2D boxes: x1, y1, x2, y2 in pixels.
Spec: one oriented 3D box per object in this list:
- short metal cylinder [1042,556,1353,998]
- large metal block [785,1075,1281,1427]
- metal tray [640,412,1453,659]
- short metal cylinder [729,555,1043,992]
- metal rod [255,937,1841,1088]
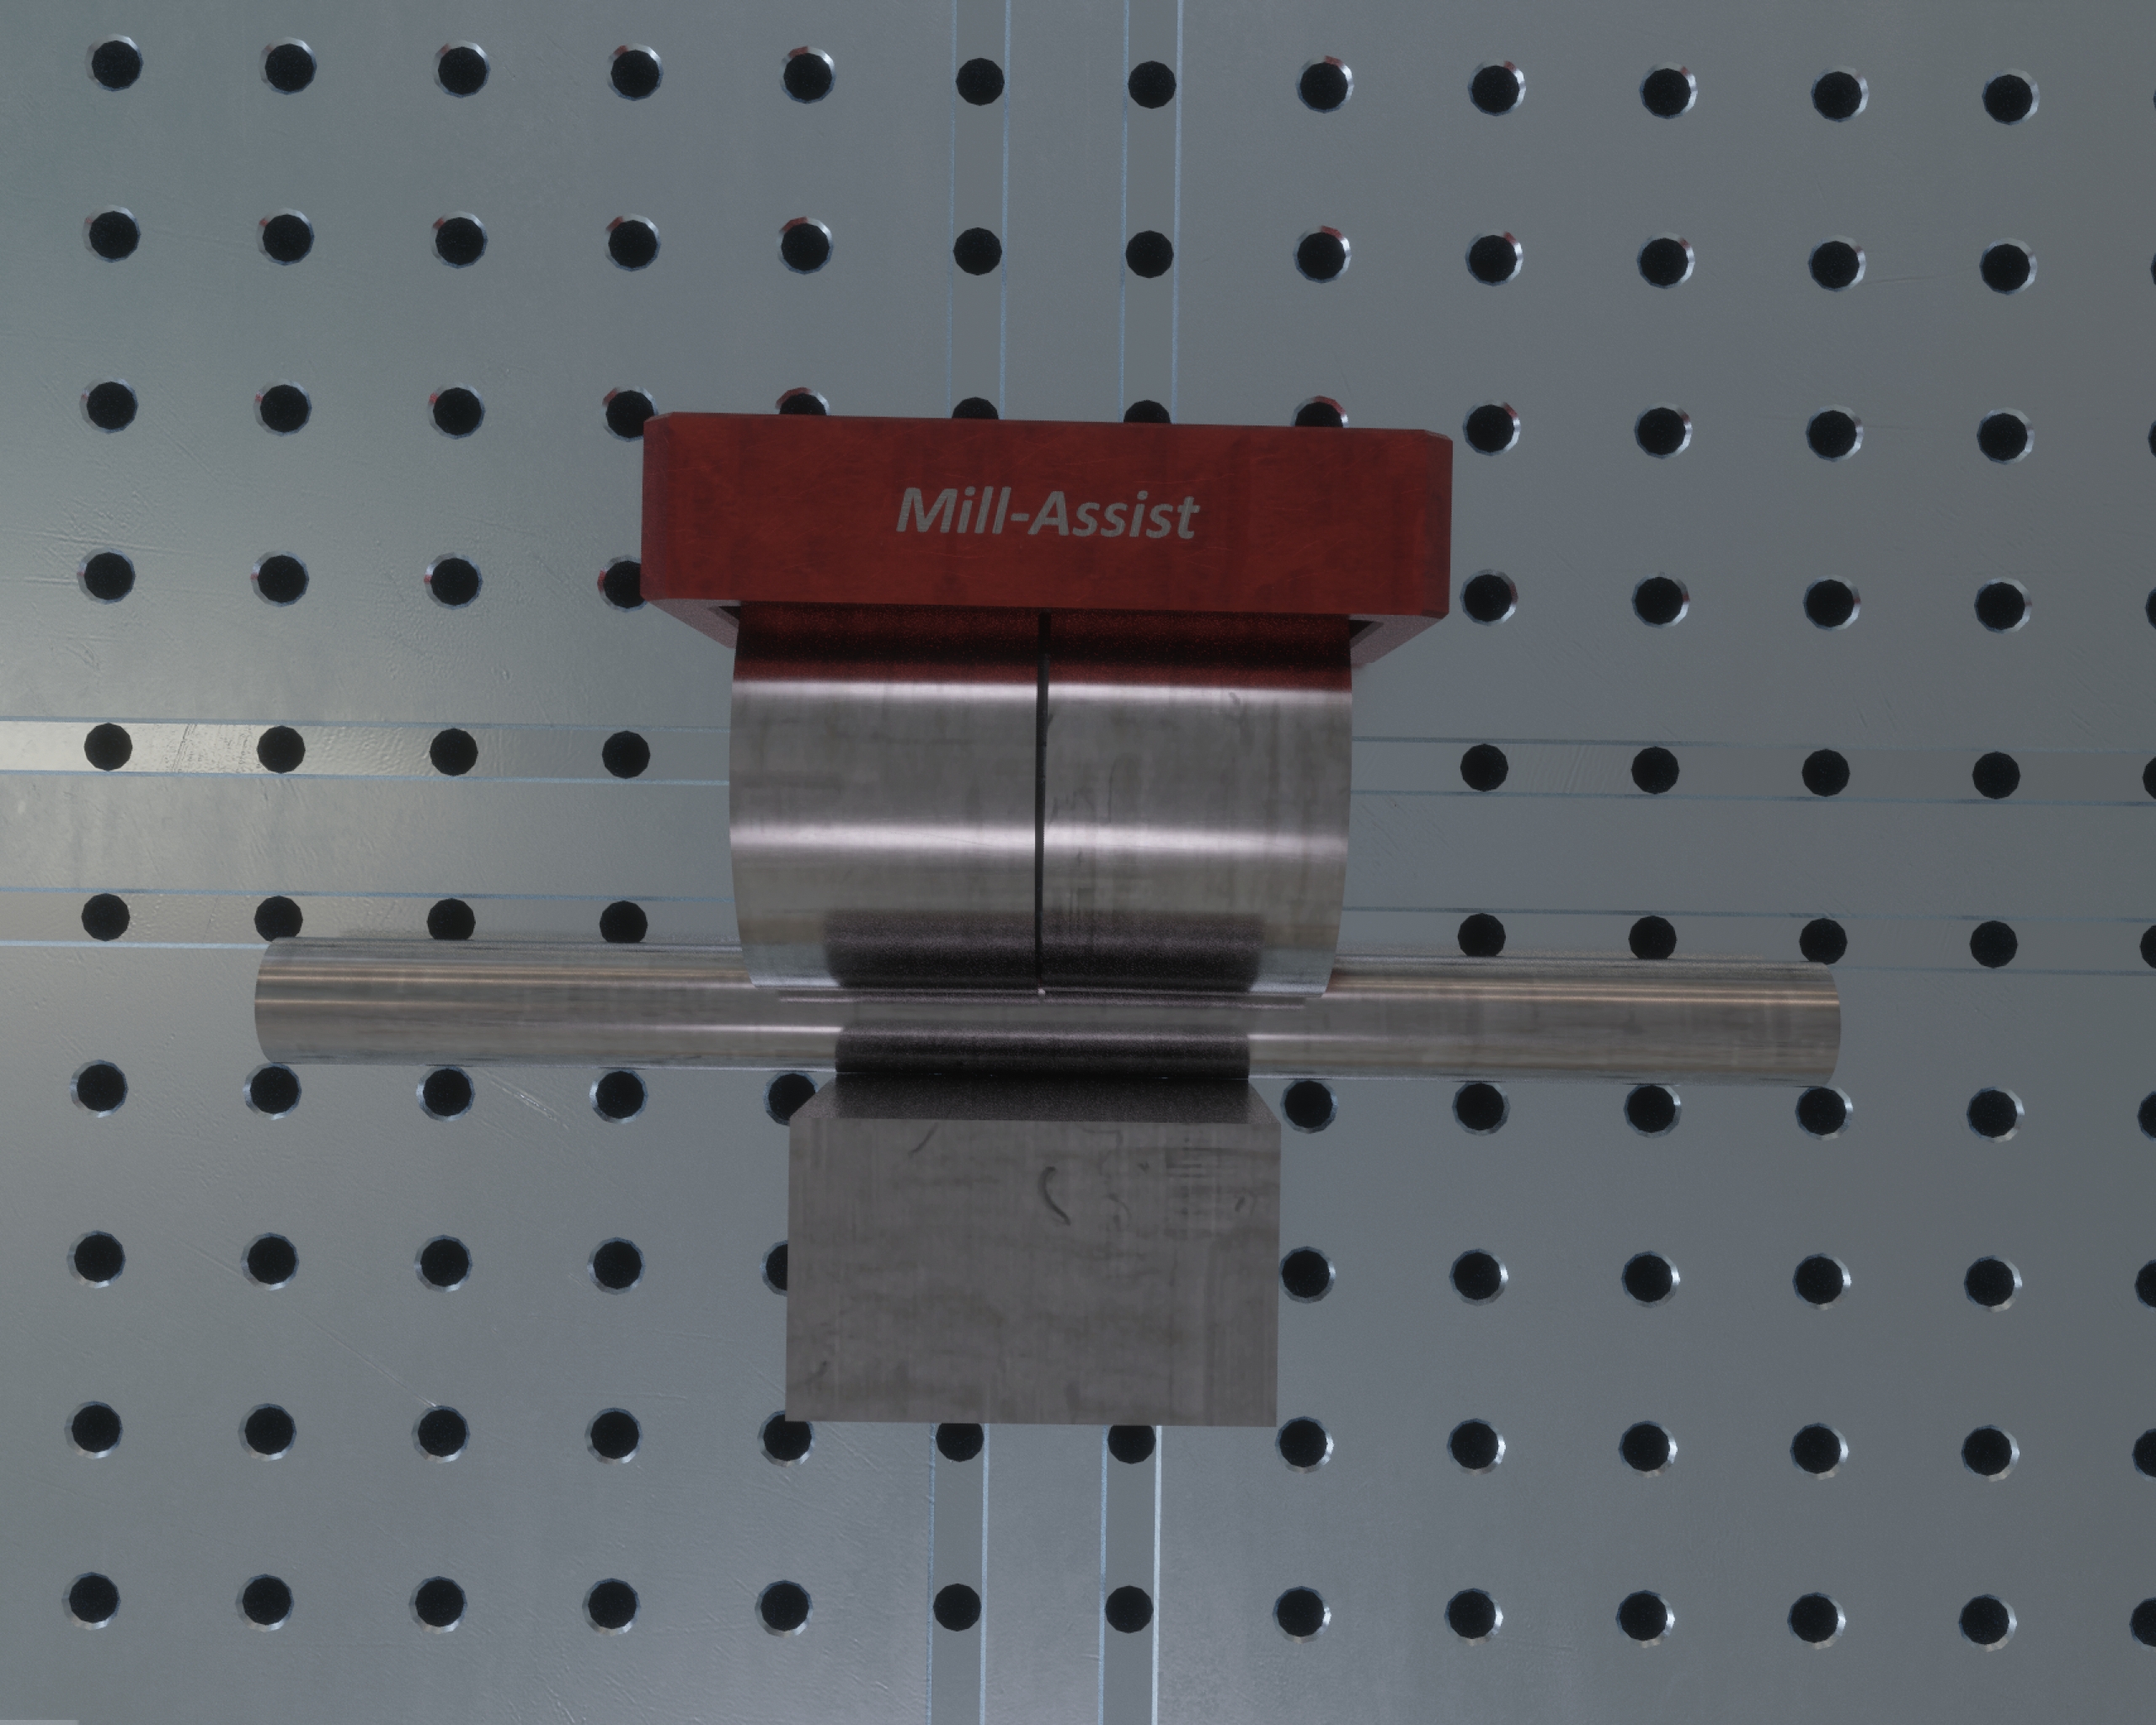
[{"bbox_3d":[0.020,-0.016,0.383,0.050,0.080,0.079,2,90,0],"label":"short metal cylinder"},{"bbox_3d":[-0.007,0.067,0.382,0.081,0.080,0.050,1,90,0],"label":"large metal block"},{"bbox_3d":[-0.005,-0.056,0.377,0.131,0.090,0.030,1,90,0],"label":"metal tray"},{"bbox_3d":[-0.032,-0.016,0.383,0.050,0.080,0.079,1,90,0],"label":"short metal cylinder"},{"bbox_3d":[-0.005,0.029,0.409,0.302,0.025,0.025,1,90,0],"label":"metal rod"}]
